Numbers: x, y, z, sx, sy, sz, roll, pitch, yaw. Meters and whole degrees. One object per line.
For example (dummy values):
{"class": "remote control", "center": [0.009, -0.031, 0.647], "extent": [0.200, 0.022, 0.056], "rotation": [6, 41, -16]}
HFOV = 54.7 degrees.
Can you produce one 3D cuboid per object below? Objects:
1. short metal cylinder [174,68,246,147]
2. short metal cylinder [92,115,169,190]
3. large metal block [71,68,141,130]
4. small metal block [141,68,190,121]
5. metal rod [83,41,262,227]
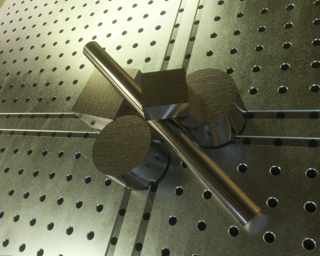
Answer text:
{"class": "short metal cylinder", "center": [0.058, -0.024, 0.372], "extent": [0.080, 0.050, 0.080], "rotation": [-13, 56, 21]}
{"class": "short metal cylinder", "center": [-0.036, 0.031, 0.388], "extent": [0.080, 0.050, 0.080], "rotation": [-13, 56, 21]}
{"class": "large metal block", "center": [-0.066, -0.040, 0.444], "extent": [0.080, 0.050, 0.080], "rotation": [12, 68, 33]}
{"class": "small metal block", "center": [0.006, -0.038, 0.351], "extent": [0.050, 0.025, 0.050], "rotation": [-7, 57, 4]}
{"class": "metal rod", "center": [-0.002, -0.011, 0.366], "extent": [0.025, 0.025, 0.300], "rotation": [-43, 65, -1]}
